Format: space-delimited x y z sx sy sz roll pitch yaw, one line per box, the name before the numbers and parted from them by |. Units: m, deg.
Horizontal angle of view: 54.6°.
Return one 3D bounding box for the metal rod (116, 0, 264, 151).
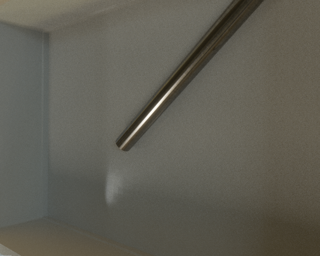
metal rod | 0.034 -0.071 0.379 0.299 0.025 0.025 -47 62 29
